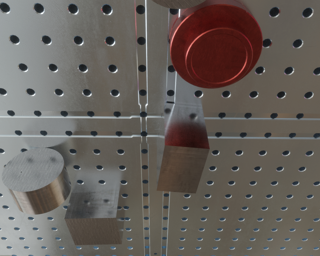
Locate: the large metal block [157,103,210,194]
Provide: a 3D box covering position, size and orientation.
[{"bbox_3d":[0.025,0.025,0.397,0.050,0.080,0.079,5,130,-5],"label":"large metal block"}]

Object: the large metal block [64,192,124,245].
[{"bbox_3d":[-0.107,0.154,0.525,0.080,0.050,0.079,-2,130,1],"label":"large metal block"}]

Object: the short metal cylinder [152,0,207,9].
[{"bbox_3d":[0.016,-0.151,0.266,0.081,0.050,0.079,0,130,0],"label":"short metal cylinder"}]

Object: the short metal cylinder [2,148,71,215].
[{"bbox_3d":[-0.171,0.073,0.436,0.080,0.080,0.050,-1,130,0],"label":"short metal cylinder"}]

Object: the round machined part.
[{"bbox_3d":[0.060,-0.082,0.331,0.099,0.042,0.097,0,130,0],"label":"round machined part"}]
